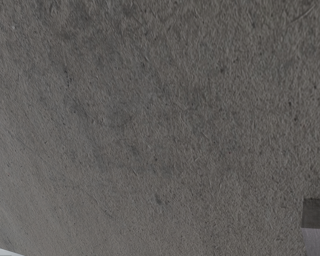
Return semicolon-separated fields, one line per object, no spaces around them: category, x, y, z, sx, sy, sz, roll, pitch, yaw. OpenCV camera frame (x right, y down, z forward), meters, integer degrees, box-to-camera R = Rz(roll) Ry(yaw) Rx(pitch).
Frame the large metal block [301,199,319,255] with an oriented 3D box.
large metal block;0.215;0.130;0.357;0.080;0.050;0.080;-7;115;31
